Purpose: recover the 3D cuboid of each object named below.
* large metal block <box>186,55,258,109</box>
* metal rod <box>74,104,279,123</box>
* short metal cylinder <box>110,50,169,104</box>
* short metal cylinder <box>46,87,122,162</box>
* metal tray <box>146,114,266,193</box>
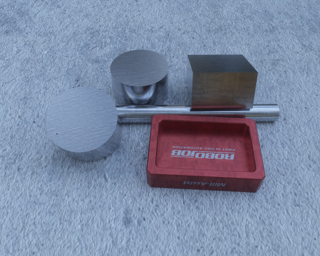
[{"bbox_3d":[0.080,-0.066,0.428,0.081,0.050,0.080,0,29,-1],"label":"large metal block"},{"bbox_3d":[0.008,-0.019,0.422,0.302,0.025,0.025,-1,50,-1],"label":"metal rod"},{"bbox_3d":[-0.028,-0.068,0.446,0.081,0.050,0.080,0,49,0],"label":"short metal cylinder"},{"bbox_3d":[-0.089,-0.003,0.374,0.081,0.050,0.080,0,71,-1],"label":"short metal cylinder"},{"bbox_3d":[0.053,0.028,0.377,0.131,0.030,0.090,3,50,2],"label":"metal tray"}]
